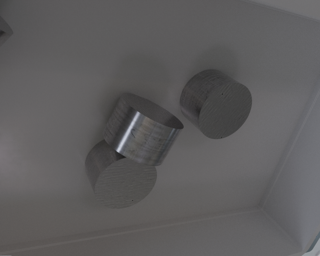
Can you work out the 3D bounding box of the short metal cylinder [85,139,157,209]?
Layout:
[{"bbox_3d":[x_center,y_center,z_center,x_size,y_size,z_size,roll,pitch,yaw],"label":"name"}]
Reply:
[{"bbox_3d":[-0.051,0.056,0.399,0.081,0.050,0.079,-14,124,-21],"label":"short metal cylinder"}]

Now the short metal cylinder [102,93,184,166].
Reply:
[{"bbox_3d":[-0.020,0.001,0.363,0.081,0.080,0.050,18,109,-35],"label":"short metal cylinder"}]

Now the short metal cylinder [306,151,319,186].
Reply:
[{"bbox_3d":[0.343,0.087,0.617,0.081,0.080,0.050,6,115,-31],"label":"short metal cylinder"}]

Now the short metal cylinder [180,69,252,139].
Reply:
[{"bbox_3d":[0.074,-0.032,0.413,0.081,0.050,0.079,-14,124,-21],"label":"short metal cylinder"}]

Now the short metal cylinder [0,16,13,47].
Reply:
[{"bbox_3d":[-0.163,-0.083,0.233,0.050,0.080,0.080,-45,129,3],"label":"short metal cylinder"}]
